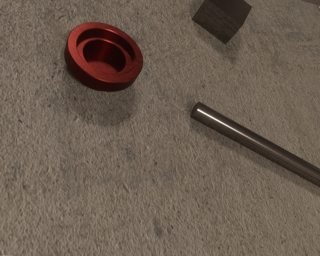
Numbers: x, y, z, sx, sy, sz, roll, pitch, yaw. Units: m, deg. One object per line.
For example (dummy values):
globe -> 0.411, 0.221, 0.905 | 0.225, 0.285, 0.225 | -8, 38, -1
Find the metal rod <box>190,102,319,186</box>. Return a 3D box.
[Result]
metal rod -> 0.182, 0.041, 0.479 | 0.301, 0.025, 0.025 | 28, 52, -11

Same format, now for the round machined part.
round machined part -> -0.075, -0.088, 0.407 | 0.099, 0.042, 0.098 | 14, 56, -21

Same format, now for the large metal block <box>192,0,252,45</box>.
large metal block -> 0.119, -0.218, 0.588 | 0.080, 0.050, 0.080 | 35, 51, -5
